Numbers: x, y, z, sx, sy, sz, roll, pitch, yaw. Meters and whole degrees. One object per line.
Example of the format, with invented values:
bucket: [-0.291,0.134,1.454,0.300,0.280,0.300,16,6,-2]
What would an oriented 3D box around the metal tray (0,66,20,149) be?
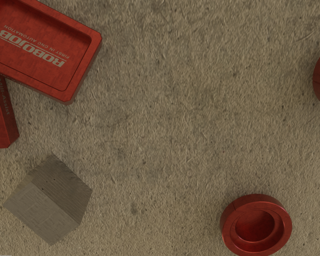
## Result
metal tray: [-0.242,-0.036,0.390,0.091,0.030,0.129,-4,110,1]

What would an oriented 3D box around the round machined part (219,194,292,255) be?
round machined part: [0.136,0.137,0.453,0.099,0.042,0.097,0,110,-1]

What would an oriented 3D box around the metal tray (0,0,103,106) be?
metal tray: [-0.143,-0.093,0.350,0.131,0.030,0.090,26,81,-10]

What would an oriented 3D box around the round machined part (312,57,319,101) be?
round machined part: [0.236,-0.066,0.380,0.099,0.042,0.097,0,110,-1]

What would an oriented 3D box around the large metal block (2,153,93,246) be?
large metal block: [-0.144,0.092,0.412,0.050,0.080,0.080,-38,106,12]
